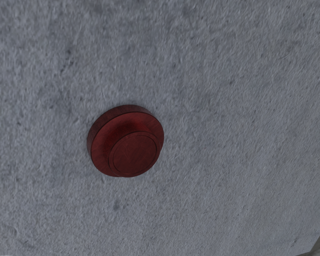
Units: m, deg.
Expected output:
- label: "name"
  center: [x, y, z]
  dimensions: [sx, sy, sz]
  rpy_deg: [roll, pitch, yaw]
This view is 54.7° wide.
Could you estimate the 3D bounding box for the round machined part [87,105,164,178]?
- label: "round machined part"
  center: [-0.038, 0.023, 0.391]
  dimensions: [0.099, 0.042, 0.097]
  rpy_deg: [-14, 125, -21]
